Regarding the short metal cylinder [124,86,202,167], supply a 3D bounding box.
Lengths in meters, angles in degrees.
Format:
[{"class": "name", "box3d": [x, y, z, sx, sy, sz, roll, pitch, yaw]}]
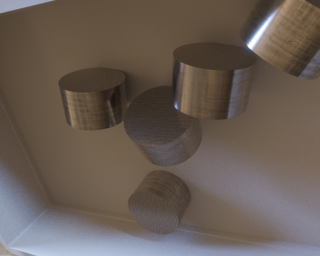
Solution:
[{"class": "short metal cylinder", "box3d": [0.005, -0.002, 0.360, 0.080, 0.080, 0.050, 8, 152, 24]}]

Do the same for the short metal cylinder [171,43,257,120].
[{"class": "short metal cylinder", "box3d": [0.052, -0.050, 0.315, 0.080, 0.080, 0.050, 15, 124, 20]}]

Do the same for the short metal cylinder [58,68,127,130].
[{"class": "short metal cylinder", "box3d": [-0.082, -0.039, 0.393, 0.080, 0.080, 0.050, 12, 124, 21]}]

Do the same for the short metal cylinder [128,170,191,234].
[{"class": "short metal cylinder", "box3d": [0.000, 0.110, 0.461, 0.080, 0.050, 0.079, 13, 124, 21]}]

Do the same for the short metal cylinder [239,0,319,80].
[{"class": "short metal cylinder", "box3d": [0.115, -0.085, 0.259, 0.080, 0.080, 0.050, 33, 129, 6]}]
